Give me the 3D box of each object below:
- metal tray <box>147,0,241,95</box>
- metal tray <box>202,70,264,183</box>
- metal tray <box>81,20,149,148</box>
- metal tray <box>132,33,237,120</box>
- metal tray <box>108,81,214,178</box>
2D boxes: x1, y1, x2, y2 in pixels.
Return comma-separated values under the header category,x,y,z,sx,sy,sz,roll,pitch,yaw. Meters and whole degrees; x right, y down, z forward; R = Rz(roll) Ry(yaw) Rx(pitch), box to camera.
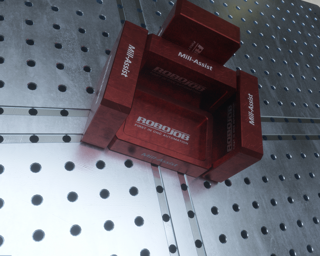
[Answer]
category,x,y,z,sx,sy,sz,roll,pitch,yaw
metal tray,0.034,-0.097,0.417,0.090,0.129,0.030,21,54,-16
metal tray,0.094,-0.003,0.417,0.030,0.090,0.130,20,54,-17
metal tray,-0.053,-0.052,0.369,0.030,0.090,0.130,20,54,-17
metal tray,0.025,-0.062,0.417,0.131,0.090,0.030,20,55,-17
metal tray,0.006,0.002,0.405,0.131,0.030,0.090,20,54,-17
